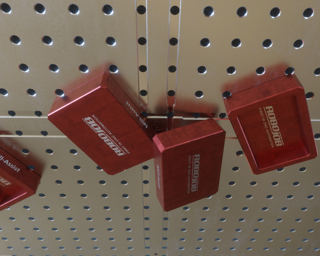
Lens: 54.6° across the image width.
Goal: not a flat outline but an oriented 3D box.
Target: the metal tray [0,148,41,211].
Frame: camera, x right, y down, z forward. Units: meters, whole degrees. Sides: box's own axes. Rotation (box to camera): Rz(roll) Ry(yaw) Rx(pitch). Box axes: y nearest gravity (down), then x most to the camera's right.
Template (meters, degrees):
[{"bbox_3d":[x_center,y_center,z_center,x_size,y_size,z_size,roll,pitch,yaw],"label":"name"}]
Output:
[{"bbox_3d":[-0.260,0.067,0.462,0.090,0.030,0.130,-27,125,21],"label":"metal tray"}]

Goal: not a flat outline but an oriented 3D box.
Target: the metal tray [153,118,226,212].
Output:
[{"bbox_3d":[0.040,0.055,0.434,0.091,0.030,0.129,-16,132,-16],"label":"metal tray"}]

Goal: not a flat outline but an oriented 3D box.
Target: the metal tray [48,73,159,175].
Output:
[{"bbox_3d":[-0.068,0.001,0.409,0.090,0.030,0.130,-25,126,19],"label":"metal tray"}]

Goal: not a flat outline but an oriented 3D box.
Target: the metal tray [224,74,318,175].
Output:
[{"bbox_3d":[0.149,0.001,0.410,0.090,0.030,0.130,-20,128,16],"label":"metal tray"}]
